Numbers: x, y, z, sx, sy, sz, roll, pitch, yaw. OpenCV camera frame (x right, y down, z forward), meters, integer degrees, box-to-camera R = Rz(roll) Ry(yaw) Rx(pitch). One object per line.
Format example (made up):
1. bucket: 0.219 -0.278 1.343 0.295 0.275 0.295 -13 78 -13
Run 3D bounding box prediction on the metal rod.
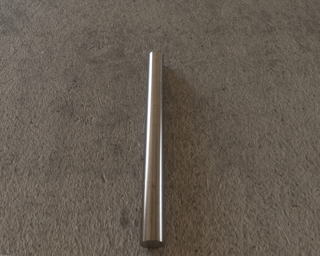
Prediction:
1. metal rod: -0.007 0.001 0.404 0.025 0.025 0.300 0 50 0
